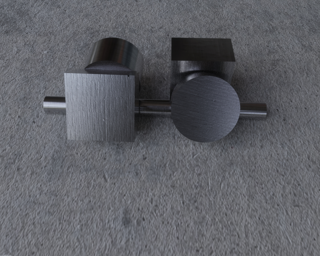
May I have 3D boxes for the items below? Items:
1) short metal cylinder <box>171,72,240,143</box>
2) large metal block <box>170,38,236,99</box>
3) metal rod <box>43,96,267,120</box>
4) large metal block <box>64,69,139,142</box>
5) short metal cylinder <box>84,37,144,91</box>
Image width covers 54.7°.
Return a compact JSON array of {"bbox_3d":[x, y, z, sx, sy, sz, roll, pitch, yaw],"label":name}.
[{"bbox_3d":[0.054,-0.027,0.385,0.080,0.079,0.050,1,15,1],"label":"short metal cylinder"},{"bbox_3d":[0.055,-0.077,0.434,0.080,0.080,0.050,1,50,1],"label":"large metal block"},{"bbox_3d":[-0.007,-0.028,0.430,0.302,0.025,0.025,2,50,1],"label":"metal rod"},{"bbox_3d":[-0.069,-0.030,0.385,0.080,0.079,0.050,2,16,1],"label":"large metal block"},{"bbox_3d":[-0.065,-0.078,0.434,0.080,0.080,0.050,3,50,2],"label":"short metal cylinder"}]
